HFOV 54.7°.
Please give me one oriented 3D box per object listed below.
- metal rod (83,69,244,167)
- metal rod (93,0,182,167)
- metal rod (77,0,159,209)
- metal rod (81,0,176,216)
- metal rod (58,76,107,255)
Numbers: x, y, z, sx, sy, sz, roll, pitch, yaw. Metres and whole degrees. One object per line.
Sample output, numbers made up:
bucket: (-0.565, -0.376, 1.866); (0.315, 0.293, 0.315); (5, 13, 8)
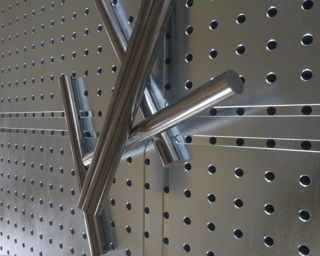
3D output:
metal rod: (-0.022, 0.005, 0.392); (0.299, 0.025, 0.025); (-28, 73, 47)
metal rod: (-0.041, -0.085, 0.441); (0.025, 0.025, 0.299); (-36, 68, 34)
metal rod: (-0.052, -0.039, 0.408); (0.025, 0.025, 0.299); (15, 87, 38)
metal rod: (-0.035, -0.039, 0.388); (0.025, 0.025, 0.299); (16, 85, 38)
metal rod: (-0.130, 0.056, 0.513); (0.025, 0.025, 0.299); (-23, 76, 37)
